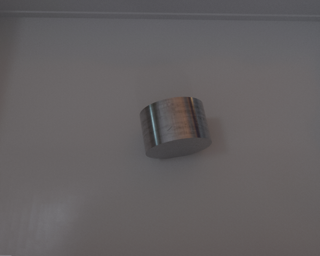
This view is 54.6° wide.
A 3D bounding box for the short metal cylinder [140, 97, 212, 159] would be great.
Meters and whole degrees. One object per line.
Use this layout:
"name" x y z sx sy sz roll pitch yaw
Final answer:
"short metal cylinder" 0.018 0.002 0.380 0.080 0.080 0.050 -9 71 -3
